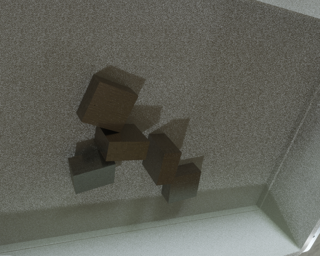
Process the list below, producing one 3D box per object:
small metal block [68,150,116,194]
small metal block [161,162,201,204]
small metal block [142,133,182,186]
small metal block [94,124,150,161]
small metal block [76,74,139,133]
[{"bbox_3d":[-0.084,0.054,0.386,0.050,0.025,0.050,-14,148,-21],"label":"small metal block"},{"bbox_3d":[0.033,0.085,0.481,0.050,0.025,0.050,-8,122,-25],"label":"small metal block"},{"bbox_3d":[0.001,0.042,0.421,0.025,0.050,0.050,-1,119,-28],"label":"small metal block"},{"bbox_3d":[-0.047,0.016,0.377,0.050,0.050,0.025,1,115,-30],"label":"small metal block"},{"bbox_3d":[-0.061,-0.027,0.359,0.050,0.025,0.050,18,107,-36],"label":"small metal block"}]
